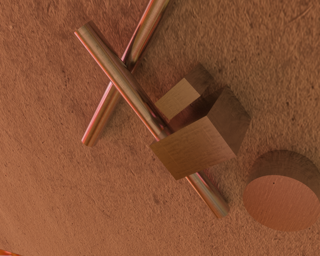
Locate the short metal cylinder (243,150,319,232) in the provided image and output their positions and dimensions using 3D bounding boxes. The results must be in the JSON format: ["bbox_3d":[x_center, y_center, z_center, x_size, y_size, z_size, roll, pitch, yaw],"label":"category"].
[{"bbox_3d":[0.142,0.072,0.360,0.080,0.050,0.079,13,124,20],"label":"short metal cylinder"}]

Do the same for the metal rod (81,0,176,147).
[{"bbox_3d":[-0.040,-0.075,0.379,0.025,0.025,0.298,38,129,2],"label":"metal rod"}]

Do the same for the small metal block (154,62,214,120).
[{"bbox_3d":[0.028,-0.042,0.349,0.025,0.050,0.050,47,129,-5],"label":"small metal block"}]

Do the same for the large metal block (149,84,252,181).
[{"bbox_3d":[0.047,0.005,0.348,0.080,0.080,0.050,-30,102,37],"label":"large metal block"}]

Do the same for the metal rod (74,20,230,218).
[{"bbox_3d":[0.001,0.003,0.385,0.025,0.025,0.300,-23,113,36],"label":"metal rod"}]
